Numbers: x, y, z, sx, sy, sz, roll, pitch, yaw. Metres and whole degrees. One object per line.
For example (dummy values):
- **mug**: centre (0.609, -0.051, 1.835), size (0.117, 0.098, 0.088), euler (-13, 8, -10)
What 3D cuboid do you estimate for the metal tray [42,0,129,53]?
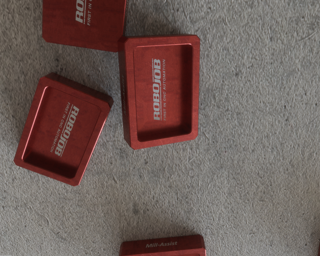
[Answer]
- **metal tray**: centre (-0.081, -0.158, 0.348), size (0.091, 0.030, 0.129), euler (8, 110, -3)

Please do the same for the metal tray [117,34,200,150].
- **metal tray**: centre (0.000, -0.044, 0.374), size (0.091, 0.030, 0.129), euler (-9, 112, -20)

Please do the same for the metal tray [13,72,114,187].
- **metal tray**: centre (-0.126, 0.004, 0.407), size (0.090, 0.030, 0.129), euler (23, 108, -9)

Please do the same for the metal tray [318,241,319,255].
- **metal tray**: centre (0.320, 0.201, 0.483), size (0.131, 0.030, 0.089), euler (-4, 110, 1)

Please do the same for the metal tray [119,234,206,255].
- **metal tray**: centre (0.007, 0.219, 0.487), size (0.131, 0.030, 0.089), euler (-6, 110, 2)
